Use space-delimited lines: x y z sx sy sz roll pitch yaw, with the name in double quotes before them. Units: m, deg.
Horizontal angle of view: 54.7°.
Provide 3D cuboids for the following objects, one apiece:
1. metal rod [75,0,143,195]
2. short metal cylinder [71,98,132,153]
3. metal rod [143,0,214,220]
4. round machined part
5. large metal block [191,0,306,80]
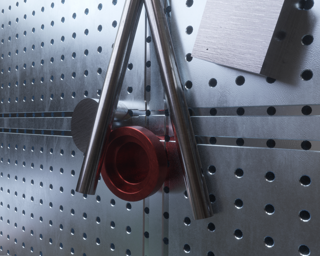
"metal rod" -0.062 -0.062 0.413 0.025 0.025 0.299 7 81 39
"short metal cylinder" -0.088 -0.003 0.463 0.080 0.050 0.079 0 90 40
"metal rod" 0.020 -0.038 0.391 0.025 0.025 0.299 -20 77 38
"round machined part" -0.031 0.046 0.417 0.098 0.042 0.097 3 95 32
"large metal block" 0.089 -0.101 0.319 0.080 0.050 0.079 25 106 37
